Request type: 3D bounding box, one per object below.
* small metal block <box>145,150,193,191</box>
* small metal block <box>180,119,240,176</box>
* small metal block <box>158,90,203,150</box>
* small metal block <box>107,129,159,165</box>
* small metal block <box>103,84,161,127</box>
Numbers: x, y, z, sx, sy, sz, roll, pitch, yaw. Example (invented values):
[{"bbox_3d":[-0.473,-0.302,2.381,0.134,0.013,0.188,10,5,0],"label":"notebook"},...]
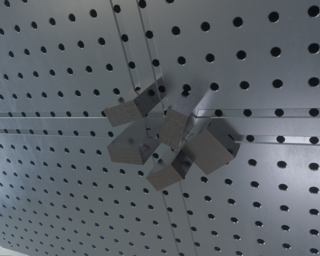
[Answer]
[{"bbox_3d":[0.015,0.053,0.420,0.050,0.050,0.025,-33,100,38],"label":"small metal block"},{"bbox_3d":[0.063,0.025,0.394,0.050,0.025,0.050,45,129,-4],"label":"small metal block"},{"bbox_3d":[0.025,-0.010,0.376,0.025,0.050,0.050,25,127,13],"label":"small metal block"},{"bbox_3d":[-0.036,0.025,0.430,0.050,0.050,0.025,2,119,27],"label":"small metal block"},{"bbox_3d":[-0.035,-0.029,0.397,0.050,0.050,0.025,-15,111,34],"label":"small metal block"}]
